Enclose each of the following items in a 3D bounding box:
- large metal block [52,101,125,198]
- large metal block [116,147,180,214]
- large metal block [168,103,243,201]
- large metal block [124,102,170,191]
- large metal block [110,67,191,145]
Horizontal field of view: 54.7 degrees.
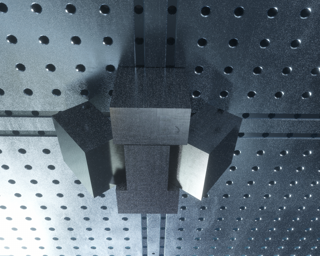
[{"bbox_3d":[-0.086,0.025,0.388,0.050,0.080,0.079,-28,139,-30],"label":"large metal block"},{"bbox_3d":[-0.016,0.072,0.435,0.081,0.080,0.050,1,130,-1],"label":"large metal block"},{"bbox_3d":[0.055,0.028,0.389,0.050,0.080,0.079,27,136,27],"label":"large metal block"},{"bbox_3d":[-0.015,0.023,0.394,0.050,0.080,0.079,1,130,-1],"label":"large metal block"},{"bbox_3d":[-0.010,-0.027,0.351,0.081,0.080,0.050,1,130,-1],"label":"large metal block"}]
